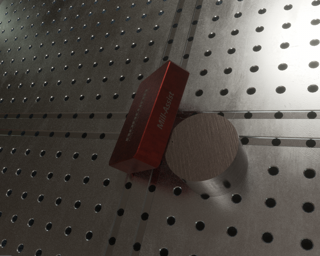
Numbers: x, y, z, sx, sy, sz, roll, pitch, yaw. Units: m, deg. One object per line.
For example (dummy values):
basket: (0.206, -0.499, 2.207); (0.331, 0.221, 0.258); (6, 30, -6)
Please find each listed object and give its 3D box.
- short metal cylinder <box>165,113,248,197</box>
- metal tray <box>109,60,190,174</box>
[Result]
short metal cylinder: (0.053, 0.030, 0.345); (0.080, 0.050, 0.080); (-13, 56, 20)
metal tray: (-0.015, -0.011, 0.388); (0.090, 0.030, 0.130); (-24, 43, 59)
